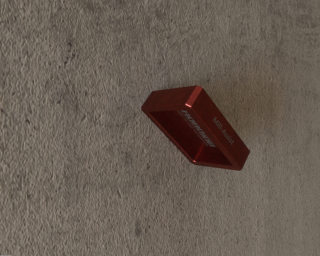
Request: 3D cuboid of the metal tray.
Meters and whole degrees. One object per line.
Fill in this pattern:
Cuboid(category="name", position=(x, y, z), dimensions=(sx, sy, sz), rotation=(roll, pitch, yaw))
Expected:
Cuboid(category="metal tray", position=(0.047, 0.003, 0.406), dimensions=(0.130, 0.090, 0.030), rotation=(47, 62, -30))
